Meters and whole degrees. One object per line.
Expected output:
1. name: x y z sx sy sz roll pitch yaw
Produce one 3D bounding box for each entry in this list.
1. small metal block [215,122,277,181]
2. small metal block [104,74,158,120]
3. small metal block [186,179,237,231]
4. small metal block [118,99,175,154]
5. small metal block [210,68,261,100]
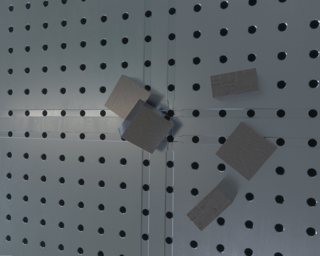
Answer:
1. small metal block: 0.104 0.027 0.376 0.050 0.025 0.050 40 102 15
2. small metal block: -0.040 -0.038 0.427 0.050 0.025 0.050 35 101 16
3. small metal block: 0.064 0.092 0.377 0.025 0.050 0.050 46 104 14
4. small metal block: -0.018 -0.002 0.405 0.050 0.025 0.050 31 104 -26
5. small metal block: 0.091 -0.050 0.367 0.050 0.050 0.025 -7 88 20
